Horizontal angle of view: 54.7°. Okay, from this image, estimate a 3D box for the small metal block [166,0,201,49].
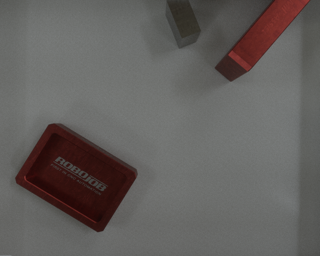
[{"bbox_3d":[0.029,-0.136,0.399,0.025,0.050,0.050,-22,90,0],"label":"small metal block"}]

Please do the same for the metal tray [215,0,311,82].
[{"bbox_3d":[0.128,-0.121,0.380,0.030,0.090,0.130,41,90,-1],"label":"metal tray"}]

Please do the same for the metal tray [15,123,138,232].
[{"bbox_3d":[-0.107,0.063,0.407,0.130,0.030,0.090,32,90,-1],"label":"metal tray"}]
